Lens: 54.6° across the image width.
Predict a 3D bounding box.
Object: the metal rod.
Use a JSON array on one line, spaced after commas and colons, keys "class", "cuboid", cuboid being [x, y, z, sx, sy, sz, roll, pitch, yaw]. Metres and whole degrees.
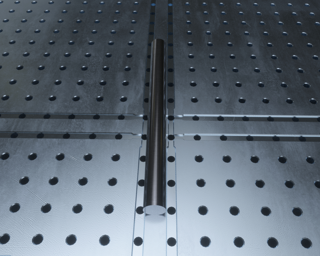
[{"class": "metal rod", "cuboid": [-0.004, -0.026, 0.430, 0.025, 0.025, 0.300, 1, 50, 0]}]
